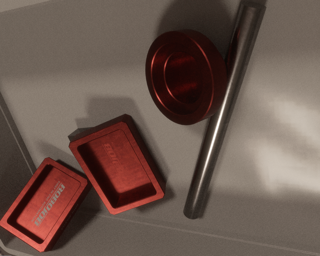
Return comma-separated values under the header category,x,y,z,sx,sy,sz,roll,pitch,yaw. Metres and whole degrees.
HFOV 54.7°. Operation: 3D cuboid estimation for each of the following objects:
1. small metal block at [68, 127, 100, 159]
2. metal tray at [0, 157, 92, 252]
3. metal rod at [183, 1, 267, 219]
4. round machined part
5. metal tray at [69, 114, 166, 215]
category,x,y,z,sx,sy,sz,roll,pitch,yaw
small metal block,-0.107,0.027,0.479,0.050,0.025,0.050,-5,116,30
metal tray,-0.187,0.126,0.517,0.090,0.130,0.030,28,163,12
metal rod,0.067,0.005,0.375,0.025,0.025,0.298,21,126,15
round machined part,0.032,-0.055,0.331,0.098,0.042,0.097,26,126,41
metal tray,-0.058,0.055,0.447,0.090,0.030,0.129,-22,108,12
